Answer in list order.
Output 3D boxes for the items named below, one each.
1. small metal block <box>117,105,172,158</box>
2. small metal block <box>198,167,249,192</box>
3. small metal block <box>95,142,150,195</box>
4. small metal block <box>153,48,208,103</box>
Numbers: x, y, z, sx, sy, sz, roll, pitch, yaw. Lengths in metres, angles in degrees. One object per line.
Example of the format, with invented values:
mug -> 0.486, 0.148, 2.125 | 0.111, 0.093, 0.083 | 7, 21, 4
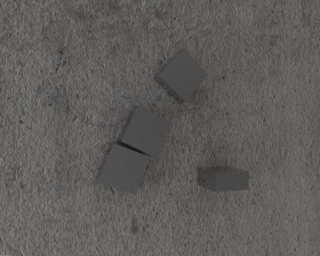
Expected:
small metal block -> -0.020, 0.005, 0.401 | 0.050, 0.025, 0.050 | 27, 81, -18
small metal block -> 0.086, 0.069, 0.428 | 0.050, 0.050, 0.025 | 1, 90, -20
small metal block -> -0.047, 0.051, 0.392 | 0.050, 0.025, 0.050 | 23, 82, -19
small metal block -> 0.028, -0.070, 0.419 | 0.050, 0.025, 0.050 | 43, 76, -15
